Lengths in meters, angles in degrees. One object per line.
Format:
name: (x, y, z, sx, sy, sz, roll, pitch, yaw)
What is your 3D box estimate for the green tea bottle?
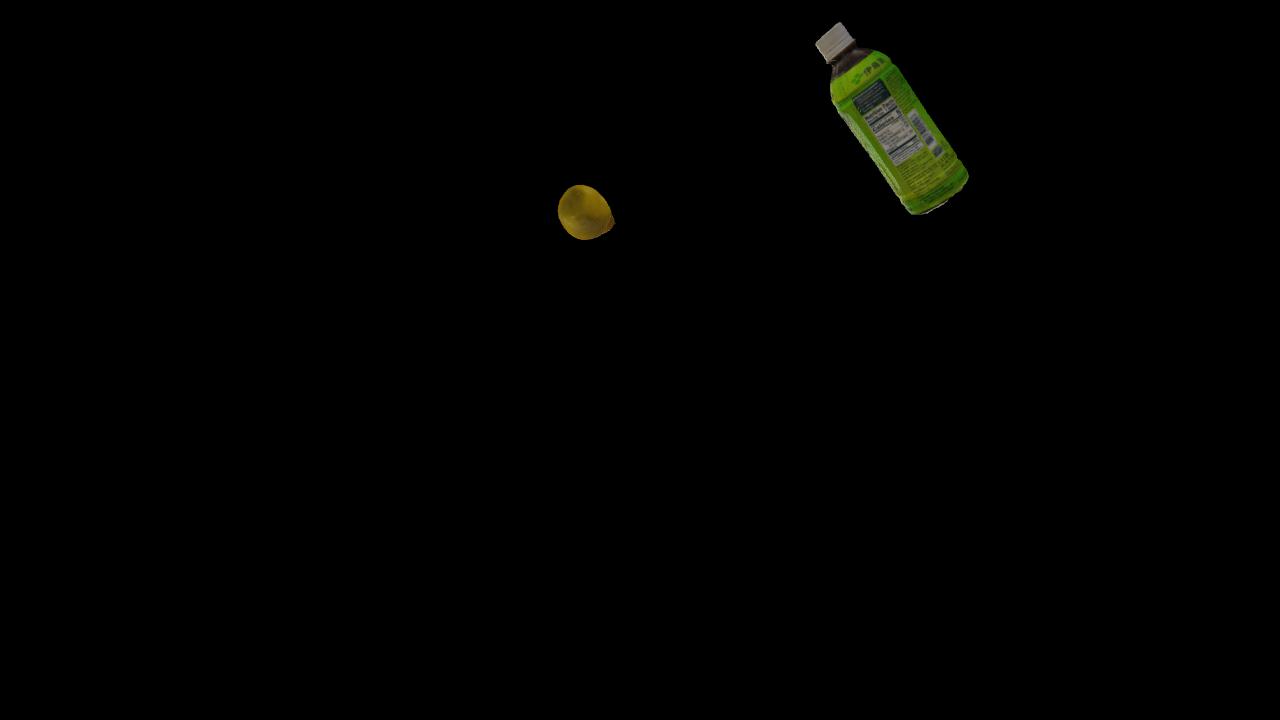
green tea bottle: (0.258, -0.254, 0.644, 0.073, 0.212, 0.073, -37, 13, 10)

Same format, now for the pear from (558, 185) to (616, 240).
pear: (-0.068, -0.209, 0.912, 0.080, 0.080, 0.111, 0, -13, 38)
